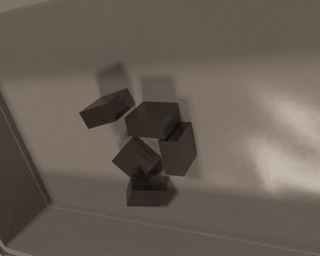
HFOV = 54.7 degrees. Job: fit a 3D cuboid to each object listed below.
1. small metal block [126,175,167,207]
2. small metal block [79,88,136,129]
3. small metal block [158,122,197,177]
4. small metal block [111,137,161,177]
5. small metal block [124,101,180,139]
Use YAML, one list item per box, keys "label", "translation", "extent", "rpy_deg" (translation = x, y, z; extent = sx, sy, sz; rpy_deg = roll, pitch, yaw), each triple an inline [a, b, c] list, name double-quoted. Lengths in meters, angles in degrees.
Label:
- label: "small metal block"
  translation: [-0.021, 0.093, 0.455]
  extent: [0.050, 0.025, 0.050]
  rpy_deg: [4, 140, -14]
- label: "small metal block"
  translation: [-0.069, -0.026, 0.411]
  extent: [0.050, 0.050, 0.025]
  rpy_deg: [-14, 111, 33]
- label: "small metal block"
  translation: [0.024, 0.026, 0.395]
  extent: [0.025, 0.050, 0.050]
  rpy_deg: [1, 119, 27]
- label: "small metal block"
  translation: [-0.035, 0.046, 0.454]
  extent: [0.050, 0.025, 0.050]
  rpy_deg: [41, 129, -1]
- label: "small metal block"
  translation: [-0.008, -0.011, 0.389]
  extent: [0.050, 0.050, 0.025]
  rpy_deg: [5, 121, 25]
